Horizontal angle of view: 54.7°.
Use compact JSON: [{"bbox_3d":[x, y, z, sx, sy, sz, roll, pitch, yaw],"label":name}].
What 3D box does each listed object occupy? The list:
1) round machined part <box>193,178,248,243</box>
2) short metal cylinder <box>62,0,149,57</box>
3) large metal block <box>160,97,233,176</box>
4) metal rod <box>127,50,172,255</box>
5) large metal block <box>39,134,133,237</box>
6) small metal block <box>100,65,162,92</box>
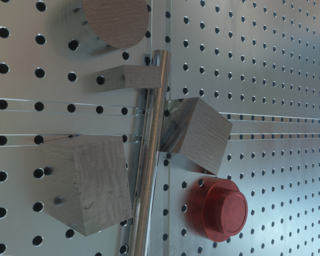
[{"bbox_3d":[0.100,0.129,0.482,0.099,0.042,0.097,0,90,-40],"label":"round machined part"},{"bbox_3d":[-0.060,-0.123,0.342,0.081,0.050,0.079,0,90,-40],"label":"short metal cylinder"},{"bbox_3d":[0.049,0.013,0.434,0.080,0.050,0.080,32,70,-35],"label":"large metal block"},{"bbox_3d":[-0.015,0.048,0.396,0.025,0.025,0.298,12,83,-40],"label":"metal rod"},{"bbox_3d":[-0.076,0.051,0.310,0.050,0.080,0.079,-12,98,-40],"label":"large metal block"},{"bbox_3d":[-0.034,-0.057,0.364,0.050,0.050,0.025,-7,95,-40],"label":"small metal block"}]
